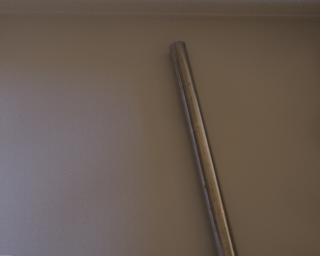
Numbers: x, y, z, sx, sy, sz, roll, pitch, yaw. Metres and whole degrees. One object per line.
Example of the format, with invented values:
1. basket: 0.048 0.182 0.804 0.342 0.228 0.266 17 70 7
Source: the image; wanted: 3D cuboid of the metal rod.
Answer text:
1. metal rod: 0.053 0.019 0.403 0.025 0.025 0.299 -10 70 -4
